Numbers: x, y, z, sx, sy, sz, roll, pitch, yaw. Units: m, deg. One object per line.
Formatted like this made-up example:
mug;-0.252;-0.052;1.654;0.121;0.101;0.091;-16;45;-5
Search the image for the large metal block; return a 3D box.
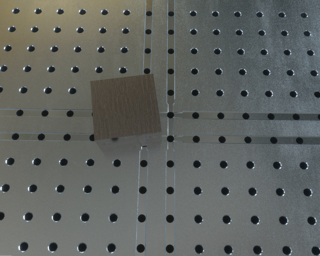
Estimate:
large metal block;-0.043;-0.019;0.405;0.080;0.050;0.080;-7;70;-3
